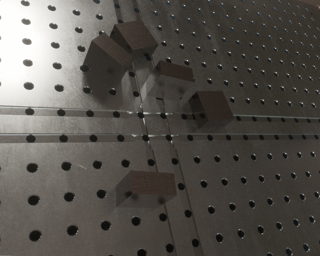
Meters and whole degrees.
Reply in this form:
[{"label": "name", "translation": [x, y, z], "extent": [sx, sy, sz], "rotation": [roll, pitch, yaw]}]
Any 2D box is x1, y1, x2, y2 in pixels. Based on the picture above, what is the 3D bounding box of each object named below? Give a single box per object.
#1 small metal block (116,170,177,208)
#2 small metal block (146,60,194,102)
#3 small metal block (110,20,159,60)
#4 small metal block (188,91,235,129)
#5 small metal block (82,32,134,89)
[{"label": "small metal block", "translation": [-0.016, 0.069, 0.342], "extent": [0.050, 0.050, 0.025], "rotation": [8, 59, -25]}, {"label": "small metal block", "translation": [0.013, -0.066, 0.441], "extent": [0.050, 0.050, 0.025], "rotation": [9, 58, -24]}, {"label": "small metal block", "translation": [-0.039, -0.133, 0.470], "extent": [0.050, 0.025, 0.050], "rotation": [-24, 75, -37]}, {"label": "small metal block", "translation": [0.078, -0.028, 0.469], "extent": [0.050, 0.025, 0.050], "rotation": [-5, 64, -31]}, {"label": "small metal block", "translation": [-0.069, -0.088, 0.410], "extent": [0.050, 0.050, 0.025], "rotation": [40, 51, -2]}]
